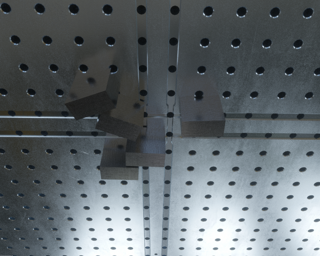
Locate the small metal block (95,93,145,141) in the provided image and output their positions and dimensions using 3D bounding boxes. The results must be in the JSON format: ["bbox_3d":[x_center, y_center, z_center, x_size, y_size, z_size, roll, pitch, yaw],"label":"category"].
[{"bbox_3d":[-0.048,-0.016,0.381,0.050,0.050,0.025,19,128,-15],"label":"small metal block"}]

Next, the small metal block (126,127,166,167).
[{"bbox_3d":[-0.019,0.025,0.416,0.050,0.050,0.025,3,130,-2],"label":"small metal block"}]

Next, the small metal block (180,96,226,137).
[{"bbox_3d":[0.051,-0.015,0.383,0.050,0.050,0.025,-1,130,1],"label":"small metal block"}]

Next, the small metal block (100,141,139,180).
[{"bbox_3d":[-0.054,0.045,0.433,0.050,0.050,0.025,2,130,-2],"label":"small metal block"}]

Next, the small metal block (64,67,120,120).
[{"bbox_3d":[-0.077,-0.040,0.360,0.050,0.050,0.025,-16,128,13],"label":"small metal block"}]
